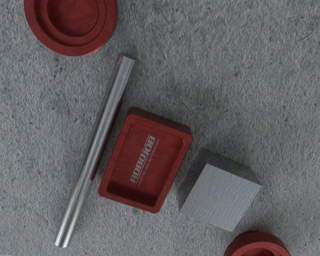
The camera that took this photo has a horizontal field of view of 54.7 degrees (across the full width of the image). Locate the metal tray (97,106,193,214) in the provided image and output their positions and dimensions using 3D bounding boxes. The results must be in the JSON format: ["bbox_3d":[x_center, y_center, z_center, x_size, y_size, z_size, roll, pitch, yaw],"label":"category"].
[{"bbox_3d":[-0.021,0.046,0.423,0.090,0.030,0.129,20,109,-8],"label":"metal tray"}]

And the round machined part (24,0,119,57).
[{"bbox_3d":[-0.096,-0.133,0.351,0.099,0.042,0.097,0,110,0],"label":"round machined part"}]

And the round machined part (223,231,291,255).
[{"bbox_3d":[0.146,0.199,0.476,0.099,0.042,0.097,0,110,0],"label":"round machined part"}]

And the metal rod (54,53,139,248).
[{"bbox_3d":[-0.093,0.043,0.424,0.025,0.025,0.298,21,109,-8],"label":"metal rod"}]

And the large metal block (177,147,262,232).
[{"bbox_3d":[0.078,0.085,0.429,0.080,0.050,0.080,23,108,-9],"label":"large metal block"}]
